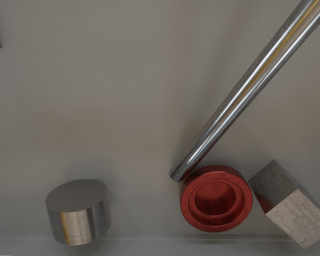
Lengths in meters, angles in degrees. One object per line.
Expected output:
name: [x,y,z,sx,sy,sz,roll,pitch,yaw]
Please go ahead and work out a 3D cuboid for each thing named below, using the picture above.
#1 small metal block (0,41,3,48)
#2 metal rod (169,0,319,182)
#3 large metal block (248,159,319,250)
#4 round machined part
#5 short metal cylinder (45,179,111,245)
small metal block: [-0.227,-0.111,0.367,0.050,0.025,0.050,-17,110,5]
metal rod: [0.084,-0.028,0.340,0.025,0.025,0.298,24,132,-9]
large metal block: [0.176,0.101,0.422,0.080,0.080,0.050,41,105,-14]
round machined part: [0.077,0.095,0.438,0.099,0.042,0.097,0,110,-1]
short metal cylinder: [-0.109,0.112,0.422,0.081,0.080,0.050,-3,110,1]
